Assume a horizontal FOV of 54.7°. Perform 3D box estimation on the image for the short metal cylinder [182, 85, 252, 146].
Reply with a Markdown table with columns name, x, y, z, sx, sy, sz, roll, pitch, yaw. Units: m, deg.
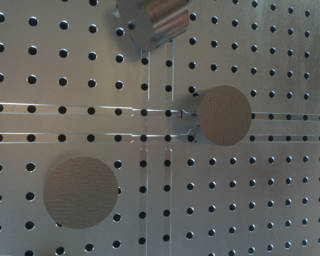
| name | x | y | z | sx | sy | sz | roll | pitch | yaw |
| --- | --- | --- | --- | --- | --- | --- | --- | --- | --- |
| short metal cylinder | 0.078 | -0.016 | 0.428 | 0.081 | 0.050 | 0.079 | 0 | 90 | -20 |

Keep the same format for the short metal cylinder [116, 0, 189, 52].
| name | x | y | z | sx | sy | sz | roll | pitch | yaw |
| --- | --- | --- | --- | --- | --- | --- | --- | --- | --- |
| short metal cylinder | -0.010 | -0.141 | 0.379 | 0.050 | 0.080 | 0.080 | -35 | 101 | -17 |

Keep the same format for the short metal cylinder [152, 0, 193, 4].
| name | x | y | z | sx | sy | sz | roll | pitch | yaw |
| --- | --- | --- | --- | --- | --- | --- | --- | --- | --- |
| short metal cylinder | 0.021 | -0.203 | 0.407 | 0.081 | 0.050 | 0.079 | 0 | 90 | -20 |

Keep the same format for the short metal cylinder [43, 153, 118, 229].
| name | x | y | z | sx | sy | sz | roll | pitch | yaw |
| --- | --- | --- | --- | --- | --- | --- | --- | --- | --- |
| short metal cylinder | -0.094 | 0.071 | 0.365 | 0.081 | 0.050 | 0.079 | 0 | 90 | -20 |
